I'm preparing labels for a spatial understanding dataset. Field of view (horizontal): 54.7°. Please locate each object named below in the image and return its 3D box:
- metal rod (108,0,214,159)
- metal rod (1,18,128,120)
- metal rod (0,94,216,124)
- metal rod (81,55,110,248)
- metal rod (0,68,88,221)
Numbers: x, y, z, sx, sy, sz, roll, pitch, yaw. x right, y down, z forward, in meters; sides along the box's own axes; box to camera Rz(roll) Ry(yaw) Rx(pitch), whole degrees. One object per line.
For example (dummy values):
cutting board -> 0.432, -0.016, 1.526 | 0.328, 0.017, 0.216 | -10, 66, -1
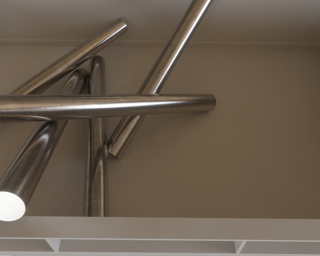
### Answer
metal rod -> 0.013, -0.095, 0.409 | 0.025, 0.025, 0.300 | 26, 78, 19
metal rod -> -0.162, -0.070, 0.440 | 0.025, 0.025, 0.301 | 35, 64, 25
metal rod -> -0.045, -0.025, 0.341 | 0.302, 0.025, 0.025 | -6, 45, -40
metal rod -> -0.079, -0.001, 0.385 | 0.025, 0.025, 0.300 | -6, 44, -5
metal rod -> -0.112, -0.014, 0.339 | 0.025, 0.025, 0.300 | -3, 26, -3
